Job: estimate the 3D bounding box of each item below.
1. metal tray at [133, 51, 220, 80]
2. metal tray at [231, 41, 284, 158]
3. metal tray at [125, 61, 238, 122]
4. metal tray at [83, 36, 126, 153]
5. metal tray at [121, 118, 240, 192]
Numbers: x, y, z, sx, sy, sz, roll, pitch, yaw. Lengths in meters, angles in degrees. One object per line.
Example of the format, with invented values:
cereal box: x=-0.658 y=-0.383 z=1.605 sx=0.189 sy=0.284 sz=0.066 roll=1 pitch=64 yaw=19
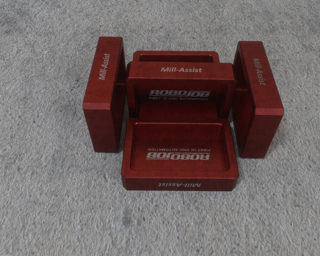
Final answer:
metal tray: x=0.024 y=-0.076 z=0.465 sx=0.131 sy=0.030 sz=0.090 roll=0 pitch=53 yaw=0
metal tray: x=0.116 y=-0.038 z=0.395 sx=0.030 sy=0.090 sz=0.130 roll=1 pitch=50 yaw=1
metal tray: x=0.025 y=-0.041 z=0.398 sx=0.131 sy=0.090 sz=0.030 roll=1 pitch=52 yaw=1
metal tray: x=-0.066 y=-0.044 z=0.399 sx=0.030 sy=0.090 sz=0.130 roll=1 pitch=51 yaw=1
metal tray: x=0.023 y=0.030 z=0.378 sx=0.131 sy=0.030 sz=0.090 roll=1 pitch=49 yaw=0
